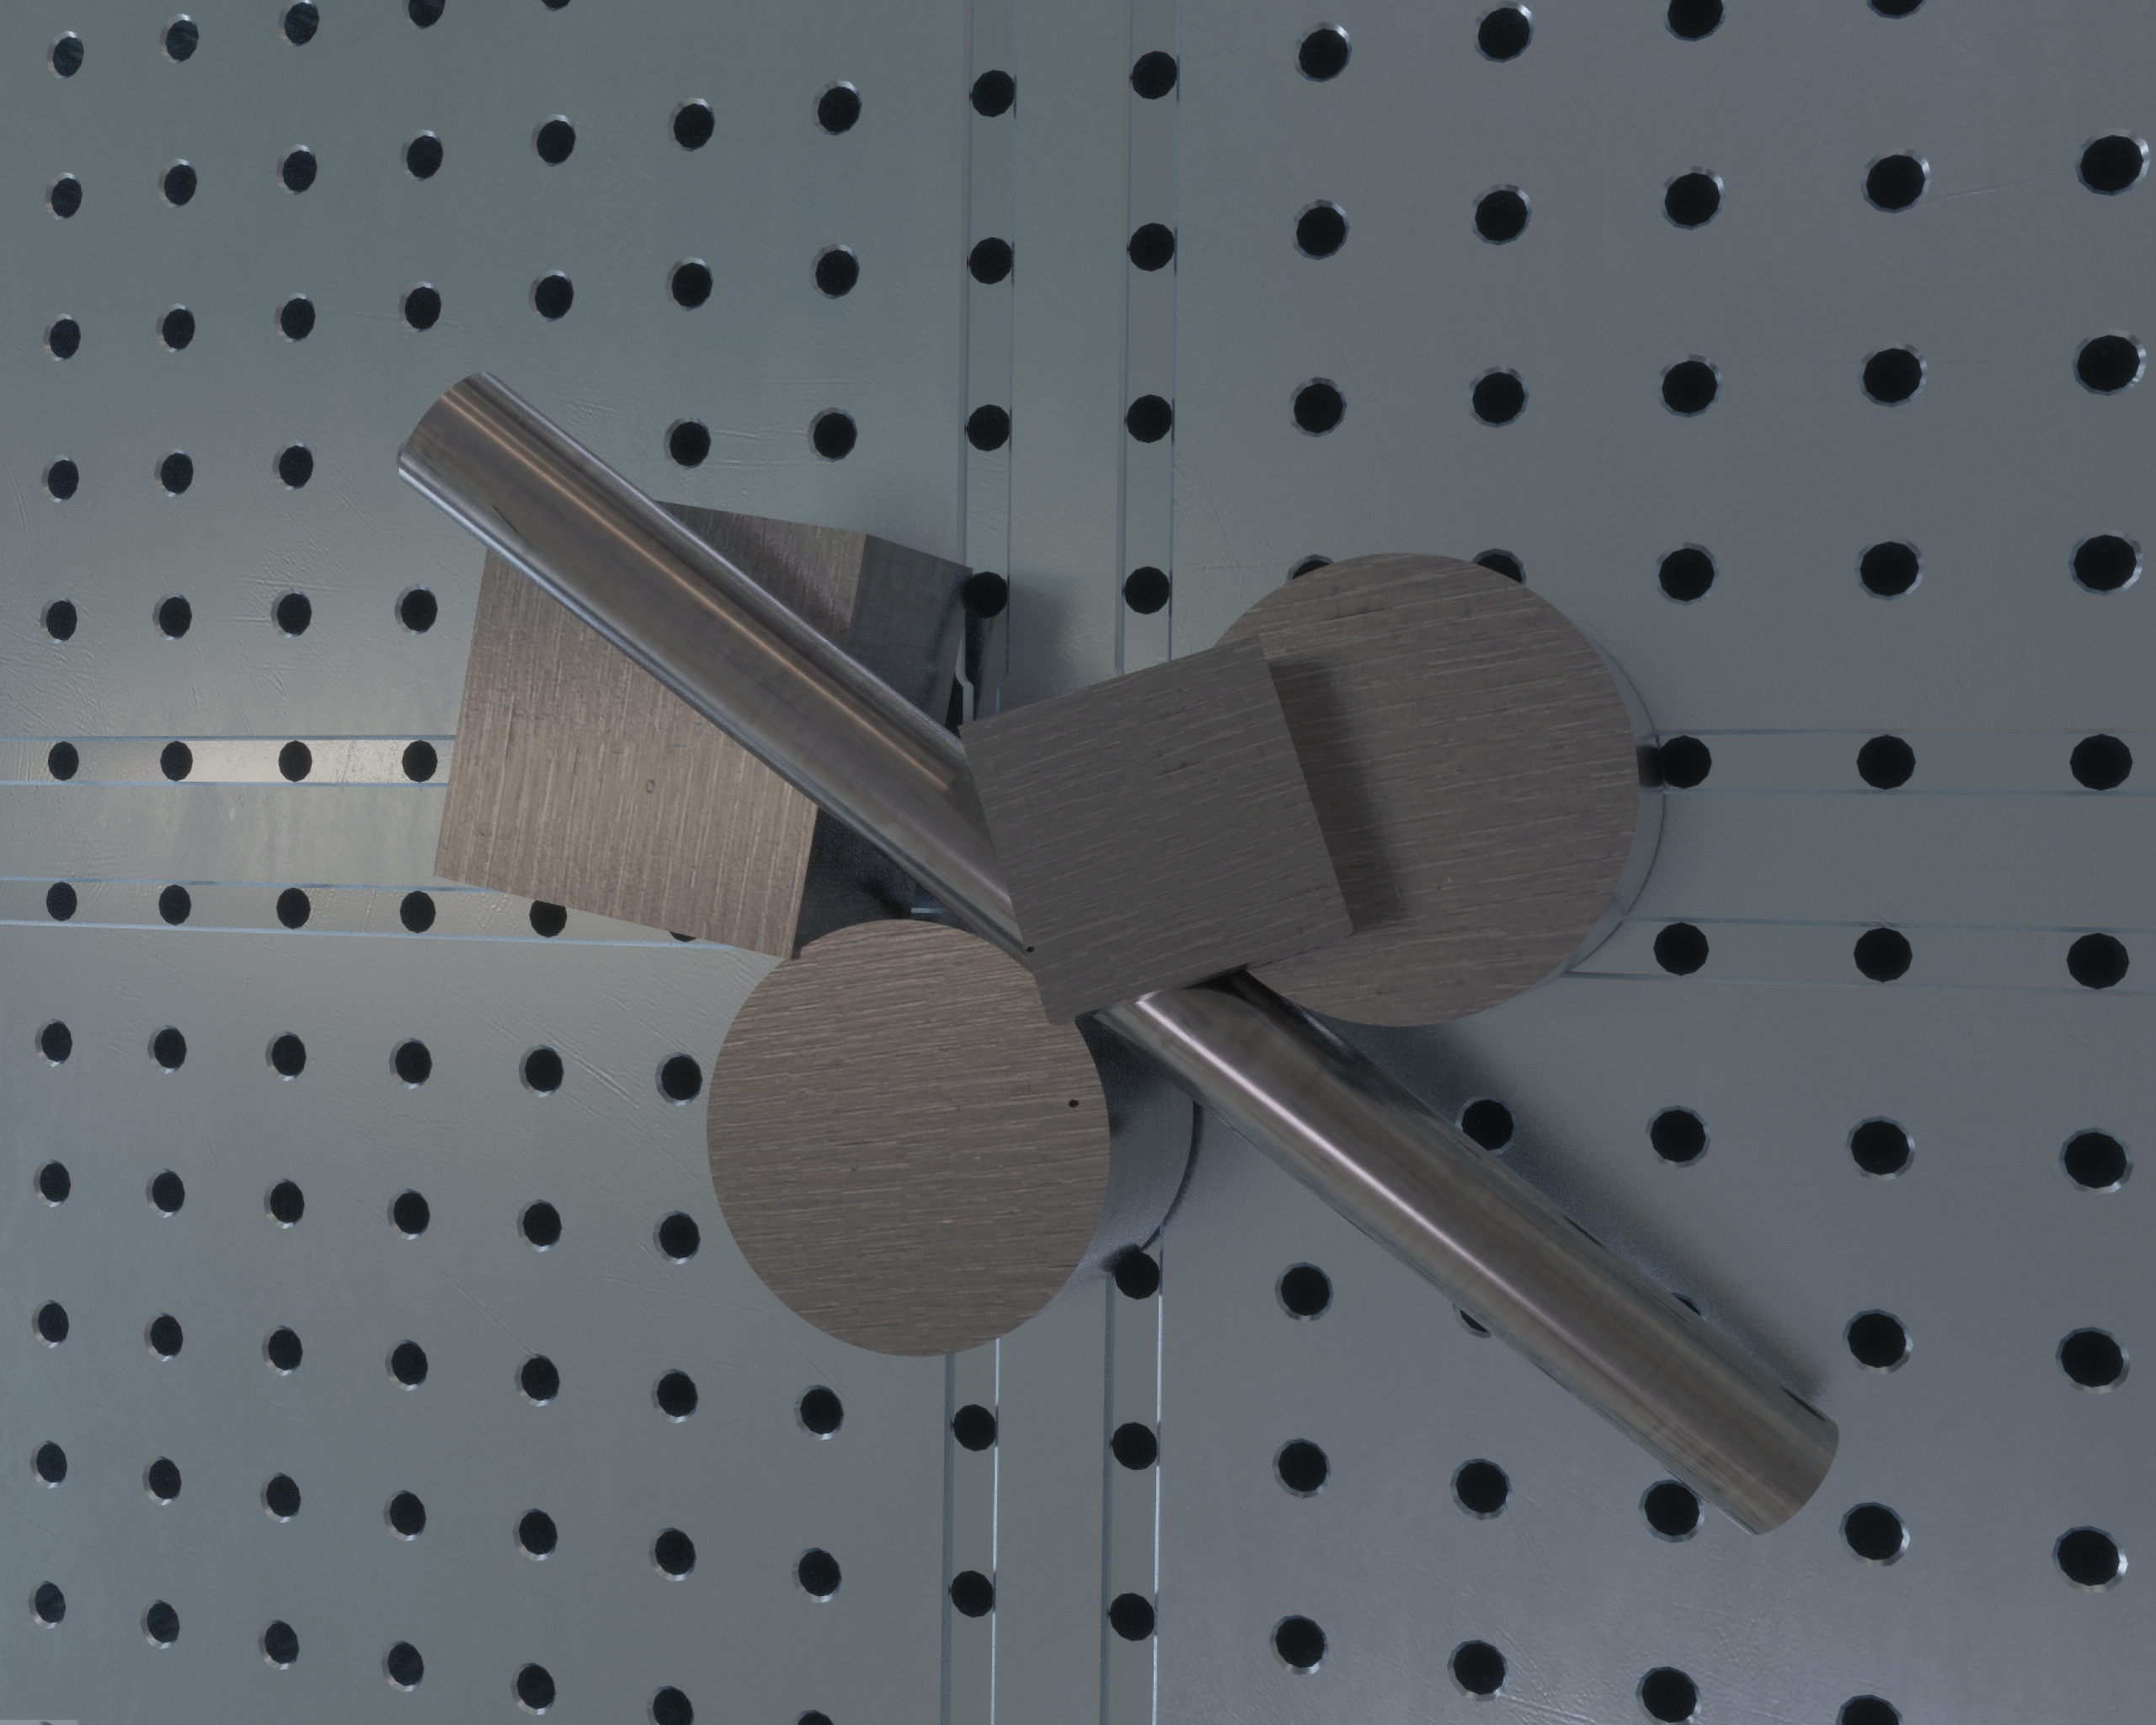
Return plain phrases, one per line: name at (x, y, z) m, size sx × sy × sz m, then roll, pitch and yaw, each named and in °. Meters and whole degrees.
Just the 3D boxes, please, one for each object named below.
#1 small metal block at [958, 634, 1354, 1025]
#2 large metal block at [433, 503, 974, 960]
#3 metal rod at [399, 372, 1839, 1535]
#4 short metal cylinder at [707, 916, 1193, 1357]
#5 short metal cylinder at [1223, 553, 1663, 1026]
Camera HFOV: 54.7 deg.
small metal block at (0.013, -0.004, 0.343) m, size 0.050 × 0.025 × 0.050 m, roll -17°, pitch 84°, yaw 1°
large metal block at (-0.074, -0.029, 0.419) m, size 0.080 × 0.050 × 0.079 m, roll 12°, pitch 94°, yaw 19°
metal rod at (0.006, 0.015, 0.369) m, size 0.300 × 0.025 × 0.025 m, roll 38°, pitch 103°, yaw 1°
short metal cylinder at (-0.024, 0.050, 0.404) m, size 0.080 × 0.050 × 0.079 m, roll 0°, pitch 90°, yaw 20°
short metal cylinder at (0.061, -0.012, 0.374) m, size 0.080 × 0.050 × 0.079 m, roll 0°, pitch 90°, yaw 20°
